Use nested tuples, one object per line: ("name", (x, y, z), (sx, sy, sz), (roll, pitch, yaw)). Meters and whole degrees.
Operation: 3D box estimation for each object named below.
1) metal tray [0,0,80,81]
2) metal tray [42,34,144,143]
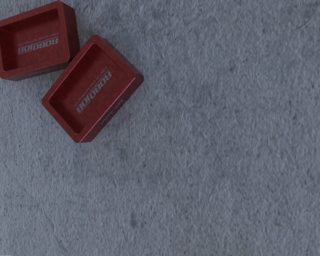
("metal tray", (-0.188, -0.129, 0.470), (0.130, 0.030, 0.089), (-9, 87, 19))
("metal tray", (-0.097, -0.053, 0.439), (0.090, 0.030, 0.130), (46, 104, 14))
